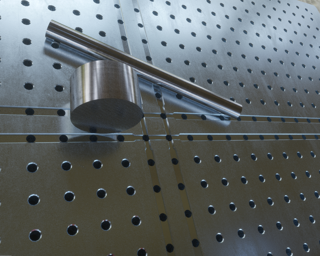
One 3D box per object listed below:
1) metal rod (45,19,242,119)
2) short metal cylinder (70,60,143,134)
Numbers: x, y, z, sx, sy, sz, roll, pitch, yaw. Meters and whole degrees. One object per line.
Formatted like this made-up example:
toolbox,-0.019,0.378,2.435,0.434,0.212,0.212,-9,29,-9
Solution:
metal rod,-0.012,-0.079,0.451,0.302,0.025,0.025,21,54,-16
short metal cylinder,-0.063,-0.033,0.361,0.081,0.080,0.050,5,60,-26
